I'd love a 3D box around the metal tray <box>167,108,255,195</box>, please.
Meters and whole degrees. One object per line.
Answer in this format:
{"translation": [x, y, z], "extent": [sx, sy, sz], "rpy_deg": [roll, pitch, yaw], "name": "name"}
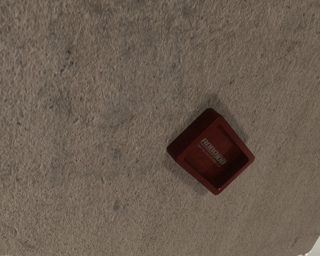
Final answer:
{"translation": [0.082, 0.040, 0.475], "extent": [0.090, 0.030, 0.130], "rpy_deg": [-45, 130, 3], "name": "metal tray"}
